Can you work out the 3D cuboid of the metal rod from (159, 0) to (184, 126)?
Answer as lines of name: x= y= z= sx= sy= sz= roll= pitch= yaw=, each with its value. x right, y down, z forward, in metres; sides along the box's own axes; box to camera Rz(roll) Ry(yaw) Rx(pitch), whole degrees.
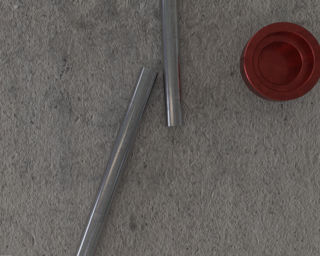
metal rod: x=0.012 y=-0.152 z=0.409 sx=0.025 sy=0.025 sz=0.298 roll=-3 pitch=90 yaw=0

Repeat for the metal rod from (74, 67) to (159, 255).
metal rod: x=-0.063 y=0.065 z=0.409 sx=0.025 sy=0.025 sz=0.299 roll=19 pitch=90 yaw=0

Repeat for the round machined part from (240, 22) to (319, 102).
round machined part: x=0.153 y=-0.083 z=0.403 sx=0.099 sy=0.042 sz=0.097 roll=0 pitch=90 yaw=0
